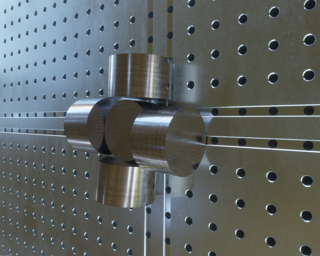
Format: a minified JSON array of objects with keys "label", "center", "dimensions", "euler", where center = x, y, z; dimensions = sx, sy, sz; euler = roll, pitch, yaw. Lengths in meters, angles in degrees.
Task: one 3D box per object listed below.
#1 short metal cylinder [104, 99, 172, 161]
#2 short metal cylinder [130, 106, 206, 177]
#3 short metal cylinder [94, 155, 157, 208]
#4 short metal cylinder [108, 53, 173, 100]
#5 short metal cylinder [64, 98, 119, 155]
[{"label":"short metal cylinder","center":[-0.029,0.003,0.418],"dimensions":[0.080,0.050,0.080],"euler":[0,90,38]},{"label":"short metal cylinder","center":[0.012,0.014,0.364],"dimensions":[0.050,0.081,0.079],"euler":[5,93,39]},{"label":"short metal cylinder","center":[-0.045,0.068,0.409],"dimensions":[0.080,0.081,0.050],"euler":[8,95,39]},{"label":"short metal cylinder","center":[-0.025,-0.062,0.394],"dimensions":[0.080,0.081,0.050],"euler":[4,92,40]},{"label":"short metal cylinder","center":[-0.089,-0.003,0.447],"dimensions":[0.050,0.081,0.079],"euler":[2,92,39]}]
